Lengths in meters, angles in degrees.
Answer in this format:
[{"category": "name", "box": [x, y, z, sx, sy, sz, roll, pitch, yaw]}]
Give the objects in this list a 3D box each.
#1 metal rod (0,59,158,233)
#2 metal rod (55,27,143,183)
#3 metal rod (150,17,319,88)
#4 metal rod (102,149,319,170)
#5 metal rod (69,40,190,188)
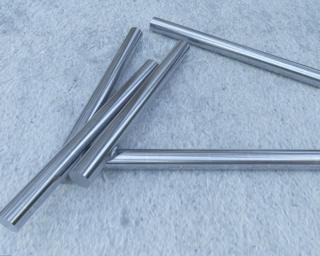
[{"category": "metal rod", "box": [-0.076, -0.004, 0.384, 0.025, 0.025, 0.301, 20, 46, 16]}, {"category": "metal rod", "box": [-0.081, -0.054, 0.447, 0.025, 0.025, 0.300, 12, 51, 9]}, {"category": "metal rod", "box": [0.118, -0.130, 0.514, 0.301, 0.025, 0.025, 24, 54, 19]}, {"category": "metal rod", "box": [0.068, 0.038, 0.372, 0.302, 0.025, 0.025, 0, 50, -1]}, {"category": "metal rod", "box": [-0.022, -0.041, 0.417, 0.025, 0.025, 0.301, 19, 46, 15]}]
